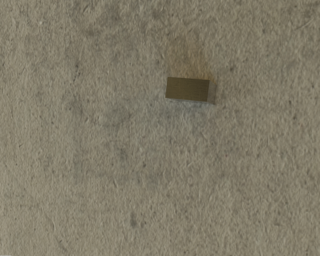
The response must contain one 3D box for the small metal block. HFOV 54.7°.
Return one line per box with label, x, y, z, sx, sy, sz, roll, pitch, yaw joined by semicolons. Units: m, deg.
small metal block;0.040;-0.045;0.381;0.050;0.050;0.025;8;93;19
